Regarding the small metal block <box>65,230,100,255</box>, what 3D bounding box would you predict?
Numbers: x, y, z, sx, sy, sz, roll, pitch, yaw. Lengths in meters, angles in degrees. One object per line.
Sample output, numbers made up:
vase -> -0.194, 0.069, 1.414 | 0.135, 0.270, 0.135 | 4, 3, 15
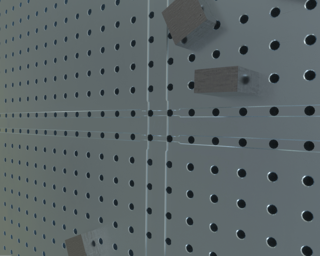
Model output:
small metal block -> -0.129, 0.204, 0.518 | 0.050, 0.025, 0.050 | -30, 71, 36

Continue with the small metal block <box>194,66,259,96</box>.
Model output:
small metal block -> 0.072, -0.049, 0.334 | 0.050, 0.050, 0.025 | 3, 92, 40

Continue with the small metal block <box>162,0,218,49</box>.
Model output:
small metal block -> 0.036, -0.135, 0.381 | 0.050, 0.025, 0.050 | -32, 70, 35
